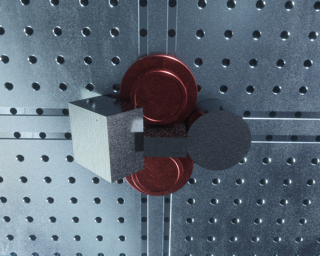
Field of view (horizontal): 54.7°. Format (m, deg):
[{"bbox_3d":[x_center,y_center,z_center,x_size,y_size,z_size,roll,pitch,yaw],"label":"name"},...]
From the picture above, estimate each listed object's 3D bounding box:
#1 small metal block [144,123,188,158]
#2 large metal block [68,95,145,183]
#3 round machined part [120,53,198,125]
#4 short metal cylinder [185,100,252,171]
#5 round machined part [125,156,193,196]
[{"bbox_3d":[0.006,0.014,0.381,0.050,0.050,0.025,1,110,-1],"label":"small metal block"},{"bbox_3d":[-0.066,0.010,0.381,0.050,0.080,0.079,-19,118,-41],"label":"large metal block"},{"bbox_3d":[-0.002,-0.042,0.389,0.099,0.042,0.097,0,110,0],"label":"round machined part"},{"bbox_3d":[0.072,0.008,0.402,0.081,0.050,0.079,0,110,0],"label":"short metal cylinder"},{"bbox_3d":[-0.003,0.052,0.423,0.099,0.042,0.097,0,110,0],"label":"round machined part"}]
